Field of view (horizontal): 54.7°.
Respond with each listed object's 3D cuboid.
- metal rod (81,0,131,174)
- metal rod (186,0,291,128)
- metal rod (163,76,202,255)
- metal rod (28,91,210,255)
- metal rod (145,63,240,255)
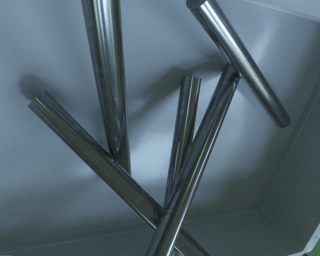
[{"bbox_3d":[-0.044,-0.010,0.306,0.025,0.025,0.298,-20,149,-16],"label":"metal rod"},{"bbox_3d":[0.120,-0.067,0.401,0.025,0.025,0.301,-49,138,7],"label":"metal rod"},{"bbox_3d":[0.019,0.084,0.392,0.025,0.025,0.298,9,89,-32],"label":"metal rod"},{"bbox_3d":[-0.028,0.077,0.352,0.025,0.025,0.300,-43,101,1],"label":"metal rod"},{"bbox_3d":[0.040,0.046,0.362,0.025,0.025,0.300,44,62,-39],"label":"metal rod"}]
